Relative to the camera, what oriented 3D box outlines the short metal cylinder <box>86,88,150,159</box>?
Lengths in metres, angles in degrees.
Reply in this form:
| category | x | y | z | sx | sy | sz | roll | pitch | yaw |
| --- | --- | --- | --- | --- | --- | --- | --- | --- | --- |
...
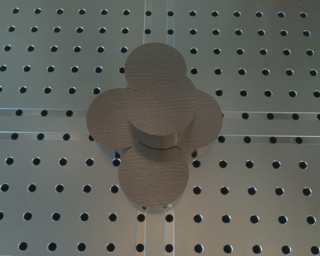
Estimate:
| category | x | y | z | sx | sy | sz | roll | pitch | yaw |
| --- | --- | --- | --- | --- | --- | --- | --- | --- | --- |
| short metal cylinder | -0.049 | -0.005 | 0.400 | 0.081 | 0.050 | 0.080 | 0 | 70 | 0 |

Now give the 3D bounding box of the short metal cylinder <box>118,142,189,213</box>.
| category | x | y | z | sx | sy | sz | roll | pitch | yaw |
| --- | --- | --- | --- | --- | --- | --- | --- | --- | --- |
| short metal cylinder | -0.007 | 0.060 | 0.376 | 0.081 | 0.050 | 0.080 | 0 | 68 | 0 |

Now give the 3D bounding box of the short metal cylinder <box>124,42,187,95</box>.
| category | x | y | z | sx | sy | sz | roll | pitch | yaw |
| --- | --- | --- | --- | --- | --- | --- | --- | --- | --- |
| short metal cylinder | -0.006 | -0.068 | 0.423 | 0.081 | 0.050 | 0.080 | 0 | 70 | -1 |

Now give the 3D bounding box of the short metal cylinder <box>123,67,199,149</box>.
| category | x | y | z | sx | sy | sz | roll | pitch | yaw |
| --- | --- | --- | --- | --- | --- | --- | --- | --- | --- |
| short metal cylinder | 0.001 | -0.021 | 0.352 | 0.081 | 0.050 | 0.080 | 0 | 70 | 0 |

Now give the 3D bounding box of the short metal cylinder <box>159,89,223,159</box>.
| category | x | y | z | sx | sy | sz | roll | pitch | yaw |
| --- | --- | --- | --- | --- | --- | --- | --- | --- | --- |
| short metal cylinder | 0.036 | -0.004 | 0.399 | 0.081 | 0.050 | 0.080 | 0 | 70 | 0 |
